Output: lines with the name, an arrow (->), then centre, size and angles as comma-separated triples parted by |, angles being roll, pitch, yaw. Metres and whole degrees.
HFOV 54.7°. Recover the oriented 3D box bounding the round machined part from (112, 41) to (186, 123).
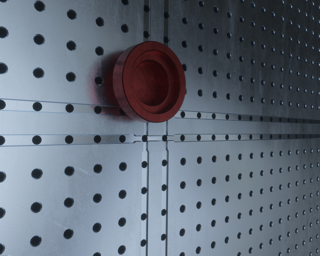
round machined part -> -0.017, -0.055, 0.385 | 0.099, 0.042, 0.097 | 0, 90, -40
